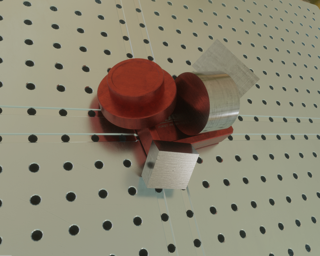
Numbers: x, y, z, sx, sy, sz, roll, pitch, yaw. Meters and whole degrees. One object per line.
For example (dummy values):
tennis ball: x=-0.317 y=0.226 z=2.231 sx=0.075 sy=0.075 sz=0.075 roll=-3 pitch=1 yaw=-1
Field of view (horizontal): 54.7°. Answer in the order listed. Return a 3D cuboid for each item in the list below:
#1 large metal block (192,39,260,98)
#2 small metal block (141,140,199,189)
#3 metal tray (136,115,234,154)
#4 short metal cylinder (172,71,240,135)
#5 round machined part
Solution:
large metal block: x=0.098 y=-0.083 z=0.466 sx=0.080 sy=0.050 sz=0.080 roll=44 pitch=15 yaw=1
small metal block: x=0.011 y=0.044 z=0.364 sx=0.050 sy=0.050 sz=0.025 roll=7 pitch=24 yaw=-24
metal tray: x=0.029 y=-0.014 z=0.427 sx=0.131 sy=0.030 sz=0.090 roll=-12 pitch=68 yaw=-33
short metal cylinder: x=0.056 y=-0.033 z=0.403 sx=0.050 sy=0.080 sz=0.080 roll=-9 pitch=67 yaw=-33
round machined part: x=-0.029 y=-0.049 z=0.383 sx=0.099 sy=0.042 sz=0.098 roll=-1 pitch=51 yaw=1
